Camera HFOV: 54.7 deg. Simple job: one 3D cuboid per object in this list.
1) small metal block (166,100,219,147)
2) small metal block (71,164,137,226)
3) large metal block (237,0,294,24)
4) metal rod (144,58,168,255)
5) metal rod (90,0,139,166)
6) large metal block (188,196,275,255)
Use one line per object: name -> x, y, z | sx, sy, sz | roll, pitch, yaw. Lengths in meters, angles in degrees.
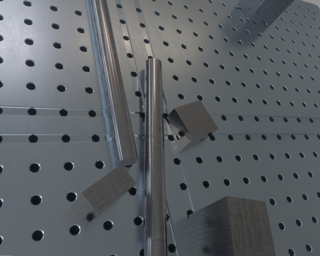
small metal block -> 0.046, -0.007, 0.437 | 0.050, 0.025, 0.050 | -20, 72, -36
small metal block -> -0.058, 0.069, 0.318 | 0.050, 0.050, 0.025 | -35, 81, -38
large metal block -> 0.228, -0.272, 0.661 | 0.081, 0.080, 0.050 | -8, 66, -32
metal rod -> -0.007, 0.033, 0.383 | 0.025, 0.025, 0.299 | 12, 57, -22
metal rod -> -0.069, -0.092, 0.426 | 0.025, 0.025, 0.299 | 1, 61, -28
large metal block -> 0.075, 0.127, 0.335 | 0.050, 0.080, 0.080 | 13, 57, -22
